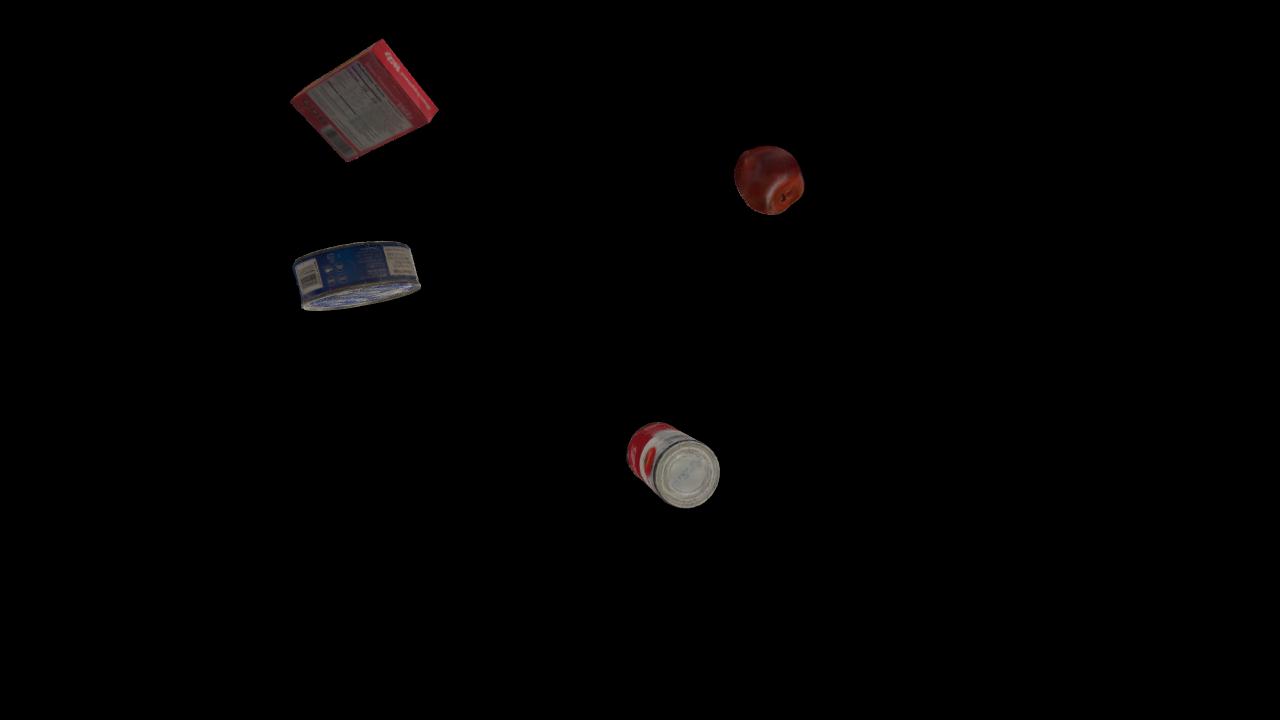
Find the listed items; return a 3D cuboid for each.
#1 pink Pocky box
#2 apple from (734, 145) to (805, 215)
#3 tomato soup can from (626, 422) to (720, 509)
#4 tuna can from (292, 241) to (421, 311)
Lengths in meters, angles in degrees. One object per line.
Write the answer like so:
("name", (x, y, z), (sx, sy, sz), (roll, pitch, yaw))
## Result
("pink Pocky box", (-0.300, -0.276, 0.667), (0.155, 0.029, 0.084), (-7, -42, 34))
("apple", (0.156, -0.222, 0.754), (0.079, 0.093, 0.079), (-19, -37, -15))
("tomato soup can", (0.032, 0.104, 0.619), (0.068, 0.068, 0.101), (0, 4, -16))
("tuna can", (-0.211, -0.062, 0.460), (0.084, 0.034, 0.084), (-14, 2, 1))
